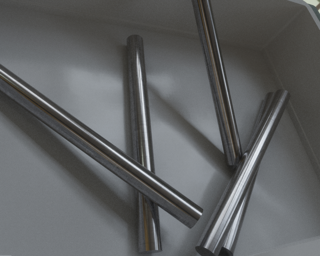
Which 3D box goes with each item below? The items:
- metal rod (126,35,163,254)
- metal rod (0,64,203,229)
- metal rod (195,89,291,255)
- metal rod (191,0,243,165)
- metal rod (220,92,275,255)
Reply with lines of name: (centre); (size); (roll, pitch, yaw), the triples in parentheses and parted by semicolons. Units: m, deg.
metal rod: (-0.024, -0.001, 0.394); (0.025, 0.025, 0.299); (8, 58, -24)
metal rod: (-0.084, 0.009, 0.335); (0.301, 0.025, 0.025); (35, 51, 3)
metal rod: (0.126, 0.040, 0.421); (0.025, 0.025, 0.301); (40, 54, -1)
metal rod: (0.073, -0.096, 0.425); (0.025, 0.025, 0.298); (-17, 96, -35)
metal rod: (0.136, 0.045, 0.453); (0.025, 0.025, 0.301); (36, 51, -5)
